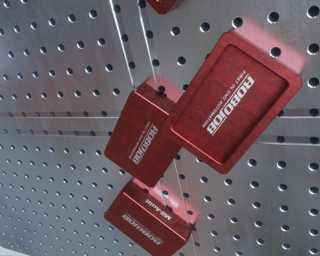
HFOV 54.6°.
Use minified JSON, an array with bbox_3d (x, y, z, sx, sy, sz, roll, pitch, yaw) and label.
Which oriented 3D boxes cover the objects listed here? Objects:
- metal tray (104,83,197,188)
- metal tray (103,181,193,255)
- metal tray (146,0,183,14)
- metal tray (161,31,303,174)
[{"bbox_3d":[-0.017,0.015,0.426,0.090,0.030,0.129,34,129,5],"label":"metal tray"},{"bbox_3d":[-0.022,0.158,0.518,0.130,0.030,0.089,37,129,3],"label":"metal tray"},{"bbox_3d":[-0.010,-0.189,0.296,0.130,0.030,0.090,47,129,-5],"label":"metal tray"},{"bbox_3d":[0.072,-0.025,0.333,0.090,0.030,0.129,36,114,4],"label":"metal tray"}]
